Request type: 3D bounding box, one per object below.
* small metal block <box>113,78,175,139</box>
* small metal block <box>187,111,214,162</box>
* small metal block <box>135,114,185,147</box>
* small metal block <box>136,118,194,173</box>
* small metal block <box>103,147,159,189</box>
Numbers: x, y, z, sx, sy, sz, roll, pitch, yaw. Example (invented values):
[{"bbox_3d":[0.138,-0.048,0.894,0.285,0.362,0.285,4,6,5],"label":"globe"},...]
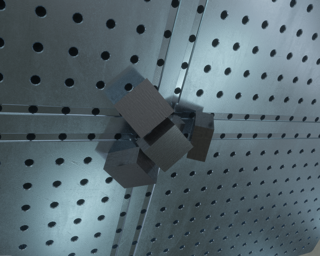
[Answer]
[{"bbox_3d":[-0.019,-0.023,0.370,0.050,0.025,0.050,-40,94,-1],"label":"small metal block"},{"bbox_3d":[0.056,0.011,0.428,0.025,0.050,0.050,13,116,2],"label":"small metal block"},{"bbox_3d":[0.000,0.009,0.416,0.050,0.025,0.050,1,120,-29],"label":"small metal block"},{"bbox_3d":[0.007,0.021,0.394,0.050,0.025,0.050,-42,130,0],"label":"small metal block"},{"bbox_3d":[-0.037,0.053,0.407,0.050,0.025,0.050,-14,135,26],"label":"small metal block"}]
